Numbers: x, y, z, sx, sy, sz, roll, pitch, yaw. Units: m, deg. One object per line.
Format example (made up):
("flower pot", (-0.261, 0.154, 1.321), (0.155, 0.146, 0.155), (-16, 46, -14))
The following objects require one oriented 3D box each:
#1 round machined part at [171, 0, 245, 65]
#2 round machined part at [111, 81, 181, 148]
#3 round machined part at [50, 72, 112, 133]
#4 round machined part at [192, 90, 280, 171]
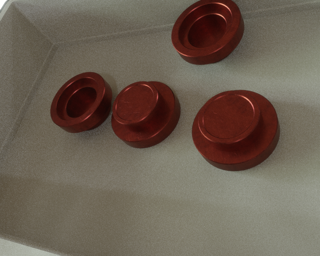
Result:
("round machined part", (0.069, -0.130, 0.434), (0.098, 0.042, 0.098), (-12, 63, 24))
("round machined part", (-0.025, -0.025, 0.424), (0.098, 0.042, 0.098), (-13, 56, 21))
("round machined part", (-0.115, -0.035, 0.477), (0.098, 0.042, 0.098), (-13, 56, 21))
("round machined part", (0.083, -0.004, 0.354), (0.098, 0.042, 0.098), (-13, 56, 21))
